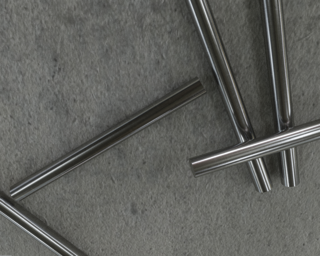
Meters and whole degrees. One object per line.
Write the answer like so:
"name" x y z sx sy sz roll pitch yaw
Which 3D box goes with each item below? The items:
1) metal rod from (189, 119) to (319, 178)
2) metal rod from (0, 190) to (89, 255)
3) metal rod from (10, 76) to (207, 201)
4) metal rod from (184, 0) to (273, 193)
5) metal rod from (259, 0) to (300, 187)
"metal rod" 0.183 0.007 0.389 0.302 0.025 0.025 -16 110 -5
"metal rod" -0.194 0.142 0.459 0.025 0.025 0.300 -42 105 14
"metal rod" -0.075 0.019 0.415 0.300 0.025 0.025 -30 108 10
"metal rod" 0.089 -0.044 0.394 0.025 0.025 0.299 -22 109 7
"metal rod" 0.150 -0.059 0.390 0.025 0.025 0.298 -13 110 4
